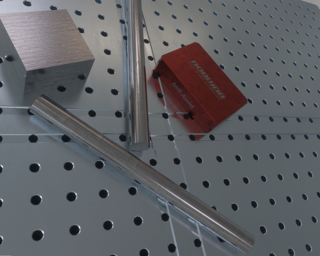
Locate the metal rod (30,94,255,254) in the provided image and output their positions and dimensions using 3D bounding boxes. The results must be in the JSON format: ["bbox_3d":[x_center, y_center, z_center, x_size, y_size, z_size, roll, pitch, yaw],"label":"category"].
[{"bbox_3d":[-0.016,0.057,0.364,0.301,0.025,0.025,35,51,-5],"label":"metal rod"}]

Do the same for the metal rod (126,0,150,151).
[{"bbox_3d":[-0.035,-0.107,0.454,0.025,0.025,0.299,9,58,-23],"label":"metal rod"}]

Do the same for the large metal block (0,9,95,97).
[{"bbox_3d":[-0.138,-0.092,0.374,0.081,0.050,0.080,-21,73,-36],"label":"large metal block"}]

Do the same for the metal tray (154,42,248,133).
[{"bbox_3d":[0.064,-0.066,0.480,0.091,0.030,0.130,-32,80,-38],"label":"metal tray"}]
